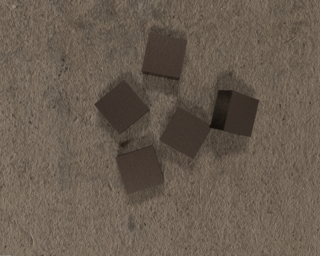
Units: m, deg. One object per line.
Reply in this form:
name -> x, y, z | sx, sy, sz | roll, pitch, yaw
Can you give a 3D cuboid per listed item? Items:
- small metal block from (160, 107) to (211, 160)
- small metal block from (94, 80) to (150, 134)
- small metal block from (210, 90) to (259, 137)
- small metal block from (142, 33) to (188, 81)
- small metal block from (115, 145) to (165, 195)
small metal block -> 0.034, 0.007, 0.410 | 0.050, 0.025, 0.050 | 30, 90, -1
small metal block -> -0.049, -0.027, 0.409 | 0.050, 0.025, 0.050 | -40, 91, 0
small metal block -> 0.097, -0.018, 0.400 | 0.050, 0.025, 0.050 | 13, 90, -34
small metal block -> 0.006, -0.094, 0.410 | 0.050, 0.025, 0.050 | 11, 90, -1
small metal block -> -0.026, 0.054, 0.410 | 0.050, 0.025, 0.050 | -18, 90, -1
